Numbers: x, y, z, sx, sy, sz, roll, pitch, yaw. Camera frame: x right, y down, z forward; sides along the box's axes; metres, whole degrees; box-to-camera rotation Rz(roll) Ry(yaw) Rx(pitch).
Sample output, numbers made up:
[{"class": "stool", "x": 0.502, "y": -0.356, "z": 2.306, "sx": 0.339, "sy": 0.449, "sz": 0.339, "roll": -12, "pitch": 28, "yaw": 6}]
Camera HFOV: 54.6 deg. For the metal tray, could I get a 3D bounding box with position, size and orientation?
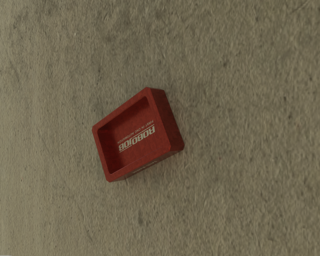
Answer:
[{"class": "metal tray", "x": -0.036, "y": 0.013, "z": 0.432, "sx": 0.130, "sy": 0.030, "sz": 0.090, "roll": -31, "pitch": 71, "yaw": 35}]
